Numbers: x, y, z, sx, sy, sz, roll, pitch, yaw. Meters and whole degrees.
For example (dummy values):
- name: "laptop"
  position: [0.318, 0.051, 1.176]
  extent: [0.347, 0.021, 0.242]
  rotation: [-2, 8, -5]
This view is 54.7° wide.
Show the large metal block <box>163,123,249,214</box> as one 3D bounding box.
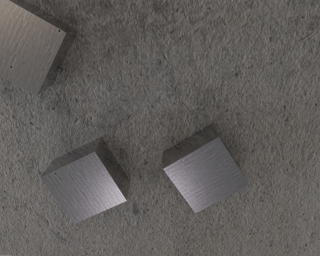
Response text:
- name: "large metal block"
  position: [0.059, 0.054, 0.417]
  extent: [0.080, 0.050, 0.080]
  rotation: [-31, 107, 11]

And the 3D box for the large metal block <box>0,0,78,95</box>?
- name: "large metal block"
  position: [-0.155, -0.097, 0.359]
  extent: [0.080, 0.050, 0.080]
  rotation: [29, 108, -10]

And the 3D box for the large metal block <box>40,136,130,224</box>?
- name: "large metal block"
  position: [-0.097, 0.070, 0.421]
  extent: [0.080, 0.050, 0.080]
  rotation: [-26, 108, 9]
